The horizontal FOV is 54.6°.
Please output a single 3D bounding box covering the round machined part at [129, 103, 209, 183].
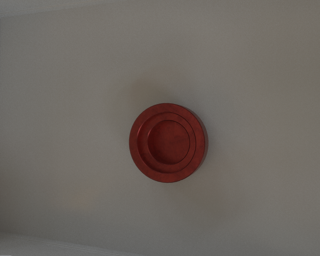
[{"bbox_3d":[0.014,0.018,0.397,0.098,0.042,0.097,0,90,20],"label":"round machined part"}]
